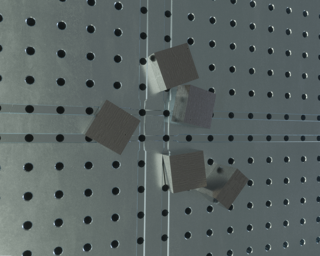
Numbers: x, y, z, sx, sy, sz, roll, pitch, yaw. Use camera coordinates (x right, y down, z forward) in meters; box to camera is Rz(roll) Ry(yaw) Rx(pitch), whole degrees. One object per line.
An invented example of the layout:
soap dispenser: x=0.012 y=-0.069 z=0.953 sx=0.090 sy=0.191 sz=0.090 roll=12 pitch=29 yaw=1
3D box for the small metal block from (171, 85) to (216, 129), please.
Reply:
small metal block: x=0.047 y=-0.028 z=0.424 sx=0.050 sy=0.025 sz=0.050 roll=13 pitch=86 yaw=-37

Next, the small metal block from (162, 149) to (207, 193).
small metal block: x=0.034 y=0.058 z=0.427 sx=0.050 sy=0.025 sz=0.050 roll=-7 pitch=93 yaw=-20

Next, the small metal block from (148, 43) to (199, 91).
small metal block: x=0.018 y=-0.082 z=0.420 sx=0.050 sy=0.025 sz=0.050 roll=-22 pitch=98 yaw=-19

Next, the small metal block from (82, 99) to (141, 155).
small metal block: x=-0.061 y=-0.001 z=0.391 sx=0.050 sy=0.025 sz=0.050 roll=33 pitch=79 yaw=-18

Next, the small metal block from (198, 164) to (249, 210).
small metal block: x=0.088 y=0.080 z=0.433 sx=0.025 sy=0.050 sz=0.050 roll=43 pitch=76 yaw=-16
